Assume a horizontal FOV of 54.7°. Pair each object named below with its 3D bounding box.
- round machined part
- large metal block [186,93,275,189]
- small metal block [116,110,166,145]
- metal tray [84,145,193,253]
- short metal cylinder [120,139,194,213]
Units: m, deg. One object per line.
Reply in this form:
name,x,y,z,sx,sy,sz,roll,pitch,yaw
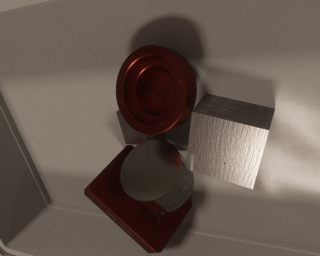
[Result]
round machined part,0.000,-0.043,0.355,0.098,0.042,0.097,4,96,35
large metal block,0.079,0.014,0.358,0.080,0.050,0.079,15,125,19
small metal block,-0.025,-0.005,0.417,0.050,0.025,0.050,1,119,27
metal tray,-0.028,0.099,0.438,0.130,0.090,0.030,44,148,-3
short metal cylinder,-0.003,0.061,0.393,0.080,0.080,0.050,2,151,27
